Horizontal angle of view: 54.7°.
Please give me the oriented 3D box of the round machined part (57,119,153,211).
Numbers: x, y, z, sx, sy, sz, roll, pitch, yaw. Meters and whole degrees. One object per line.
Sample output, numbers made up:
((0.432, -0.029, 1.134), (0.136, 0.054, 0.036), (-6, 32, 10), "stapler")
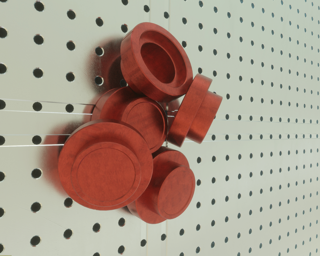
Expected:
((-0.056, 0.042, 0.322), (0.099, 0.042, 0.097), (-2, 103, -10), "round machined part")

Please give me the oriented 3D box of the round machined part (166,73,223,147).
((0.048, -0.018, 0.402), (0.042, 0.098, 0.098), (25, 69, 6), "round machined part")

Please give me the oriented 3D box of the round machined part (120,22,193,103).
((-0.009, -0.075, 0.378), (0.099, 0.042, 0.098), (23, 54, -36), "round machined part")

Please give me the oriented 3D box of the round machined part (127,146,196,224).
((0.007, 0.075, 0.390), (0.099, 0.042, 0.097), (-16, 113, -43), "round machined part")

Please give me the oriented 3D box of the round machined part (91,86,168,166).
((-0.029, -0.003, 0.374), (0.099, 0.042, 0.097), (0, 90, -40), "round machined part")
